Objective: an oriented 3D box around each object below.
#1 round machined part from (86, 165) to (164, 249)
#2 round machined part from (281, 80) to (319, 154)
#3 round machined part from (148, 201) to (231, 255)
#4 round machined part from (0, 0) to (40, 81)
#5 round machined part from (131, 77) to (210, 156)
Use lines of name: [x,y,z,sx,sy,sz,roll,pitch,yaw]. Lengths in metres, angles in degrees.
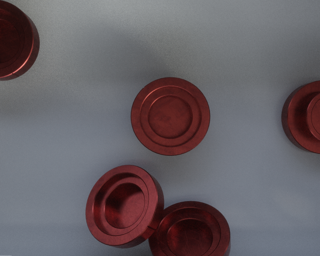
round machined part: [-0.039,0.099,0.387,0.098,0.042,0.098,-12,57,20]
round machined part: [0.216,-0.014,0.404,0.099,0.042,0.097,0,90,0]
round machined part: [0.038,0.142,0.385,0.099,0.098,0.042,-11,125,0]
round machined part: [-0.205,-0.109,0.401,0.099,0.042,0.097,0,90,0]
round machined part: [0.013,-0.014,0.403,0.099,0.042,0.097,0,90,0]
